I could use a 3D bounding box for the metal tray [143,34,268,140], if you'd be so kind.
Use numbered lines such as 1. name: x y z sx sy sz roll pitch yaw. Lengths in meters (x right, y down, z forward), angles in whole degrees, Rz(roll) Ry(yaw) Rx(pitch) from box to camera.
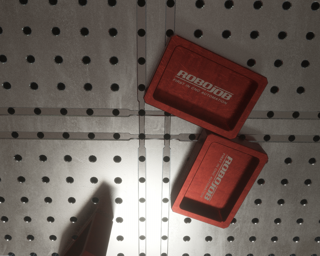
1. metal tray: 0.055 -0.051 0.392 0.131 0.030 0.089 23 108 -9

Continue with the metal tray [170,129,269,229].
1. metal tray: 0.080 0.072 0.438 0.091 0.030 0.129 21 109 -8

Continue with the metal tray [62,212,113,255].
1. metal tray: -0.121 0.198 0.450 0.030 0.090 0.129 34 106 -12
